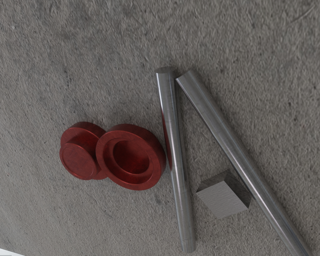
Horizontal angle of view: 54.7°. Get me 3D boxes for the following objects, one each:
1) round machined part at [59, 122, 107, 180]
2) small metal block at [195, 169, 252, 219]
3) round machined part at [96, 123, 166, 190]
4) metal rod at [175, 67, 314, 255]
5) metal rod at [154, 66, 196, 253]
[{"bbox_3d":[-0.116,0.042,0.483,0.098,0.042,0.097,13,124,21],"label":"round machined part"},{"bbox_3d":[0.086,0.090,0.417,0.050,0.025,0.050,49,129,-7],"label":"small metal block"},{"bbox_3d":[-0.037,0.036,0.435,0.098,0.042,0.097,11,122,18],"label":"round machined part"},{"bbox_3d":[0.111,0.057,0.383,0.025,0.025,0.299,-26,105,37],"label":"metal rod"},{"bbox_3d":[0.026,0.062,0.431,0.025,0.025,0.298,6,121,25],"label":"metal rod"}]
